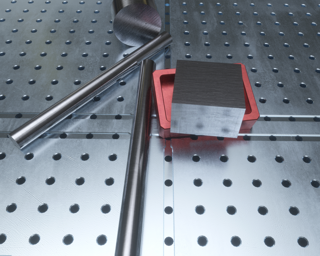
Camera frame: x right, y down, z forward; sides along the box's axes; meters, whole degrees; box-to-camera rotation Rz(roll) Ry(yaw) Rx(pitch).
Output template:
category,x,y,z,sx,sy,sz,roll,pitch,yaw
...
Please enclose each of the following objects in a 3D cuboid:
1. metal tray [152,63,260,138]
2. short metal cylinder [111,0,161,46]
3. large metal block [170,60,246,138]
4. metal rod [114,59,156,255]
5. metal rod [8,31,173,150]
category,x,y,z,sx,sy,sz,roll,pitch,yaw
metal tray,0.059,-0.039,0.422,0.131,0.030,0.090,-6,66,-6
short metal cylinder,-0.042,-0.188,0.530,0.081,0.080,0.050,-8,51,-7
large metal block,0.057,-0.037,0.382,0.080,0.050,0.080,5,48,4
metal rod,-0.025,0.016,0.394,0.025,0.025,0.300,2,50,1
metal rod,-0.086,-0.070,0.464,0.025,0.025,0.302,33,57,24
